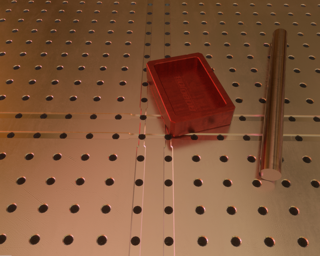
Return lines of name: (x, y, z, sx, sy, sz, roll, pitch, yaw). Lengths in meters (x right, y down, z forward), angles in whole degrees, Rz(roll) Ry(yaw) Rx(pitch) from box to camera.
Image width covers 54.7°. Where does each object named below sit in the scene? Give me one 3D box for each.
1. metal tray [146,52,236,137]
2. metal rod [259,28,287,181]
metal tray: (0.040, -0.053, 0.449, 0.091, 0.030, 0.130, -12, 51, -11)
metal rod: (0.171, -0.055, 0.456, 0.025, 0.025, 0.300, 13, 51, 10)
